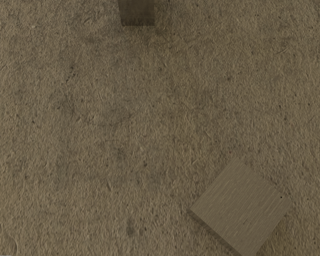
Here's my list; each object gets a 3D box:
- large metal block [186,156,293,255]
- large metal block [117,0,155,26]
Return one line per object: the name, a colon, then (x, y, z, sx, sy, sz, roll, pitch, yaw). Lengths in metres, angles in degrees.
large metal block: (0.089, 0.093, 0.361, 0.080, 0.050, 0.080, 40, 75, 13)
large metal block: (-0.034, -0.209, 0.455, 0.050, 0.080, 0.080, -1, 70, 0)
